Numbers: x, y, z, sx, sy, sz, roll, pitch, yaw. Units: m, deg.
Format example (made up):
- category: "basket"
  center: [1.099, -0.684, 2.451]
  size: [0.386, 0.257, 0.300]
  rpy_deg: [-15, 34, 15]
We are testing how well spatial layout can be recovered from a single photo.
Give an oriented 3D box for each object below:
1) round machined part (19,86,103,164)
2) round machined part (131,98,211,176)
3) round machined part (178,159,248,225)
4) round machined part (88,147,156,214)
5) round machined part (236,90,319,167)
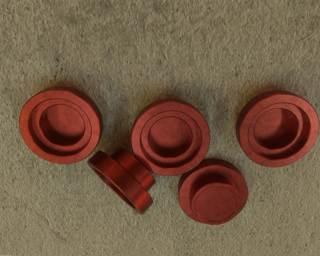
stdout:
- category: "round machined part"
  center: [-0.122, -0.006, 0.397]
  size: [0.099, 0.042, 0.097]
  rpy_deg: [0, 110, 0]
- category: "round machined part"
  center: [0.012, 0.009, 0.401]
  size: [0.099, 0.042, 0.097]
  rpy_deg: [-1, 107, -4]
- category: "round machined part"
  center: [0.075, 0.096, 0.437]
  size: [0.099, 0.042, 0.097]
  rpy_deg: [0, 110, 0]
- category: "round machined part"
  center: [-0.044, 0.063, 0.402]
  size: [0.042, 0.098, 0.098]
  rpy_deg: [-46, 107, -18]
- category: "round machined part"
  center: [0.147, -0.002, 0.401]
  size: [0.099, 0.042, 0.097]
  rpy_deg: [0, 110, 0]
